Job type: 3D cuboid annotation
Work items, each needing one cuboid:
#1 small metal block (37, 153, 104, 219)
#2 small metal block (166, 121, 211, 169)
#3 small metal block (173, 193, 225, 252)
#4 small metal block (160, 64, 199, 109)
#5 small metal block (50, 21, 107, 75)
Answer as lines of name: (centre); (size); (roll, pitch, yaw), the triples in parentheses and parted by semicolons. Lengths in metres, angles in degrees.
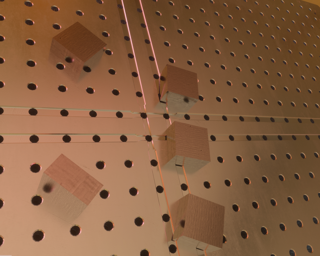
small metal block: (-0.090, 0.059, 0.308); (0.050, 0.050, 0.025); (38, 51, -3)
small metal block: (0.037, 0.023, 0.414); (0.050, 0.025, 0.050); (13, 57, -21)
small metal block: (0.047, 0.112, 0.365); (0.050, 0.025, 0.050); (23, 53, -14)
small metal block: (0.028, -0.062, 0.460); (0.050, 0.025, 0.050); (13, 56, -21)
small metal block: (-0.109, -0.108, 0.415); (0.050, 0.025, 0.050); (38, 51, -3)
